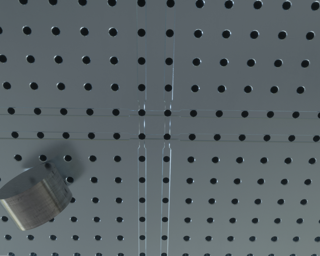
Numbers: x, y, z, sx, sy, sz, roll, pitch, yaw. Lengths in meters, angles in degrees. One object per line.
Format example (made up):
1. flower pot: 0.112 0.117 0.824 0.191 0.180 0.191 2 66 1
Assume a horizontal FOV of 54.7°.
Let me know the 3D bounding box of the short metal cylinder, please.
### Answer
1. short metal cylinder: -0.167 0.089 0.415 0.080 0.080 0.050 -21 109 7
